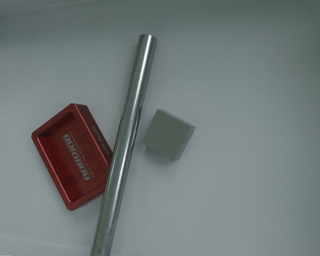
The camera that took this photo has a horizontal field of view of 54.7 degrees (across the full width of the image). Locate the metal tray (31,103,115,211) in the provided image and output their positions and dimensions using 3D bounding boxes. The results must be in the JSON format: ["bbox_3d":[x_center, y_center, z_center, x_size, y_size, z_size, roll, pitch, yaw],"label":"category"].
[{"bbox_3d":[-0.120,0.041,0.448,0.090,0.030,0.130,-33,80,16],"label":"metal tray"}]

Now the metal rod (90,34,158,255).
[{"bbox_3d":[-0.047,0.025,0.401,0.025,0.025,0.298,10,84,19],"label":"metal rod"}]

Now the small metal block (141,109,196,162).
[{"bbox_3d":[0.011,0.009,0.406,0.050,0.025,0.050,29,99,17],"label":"small metal block"}]
